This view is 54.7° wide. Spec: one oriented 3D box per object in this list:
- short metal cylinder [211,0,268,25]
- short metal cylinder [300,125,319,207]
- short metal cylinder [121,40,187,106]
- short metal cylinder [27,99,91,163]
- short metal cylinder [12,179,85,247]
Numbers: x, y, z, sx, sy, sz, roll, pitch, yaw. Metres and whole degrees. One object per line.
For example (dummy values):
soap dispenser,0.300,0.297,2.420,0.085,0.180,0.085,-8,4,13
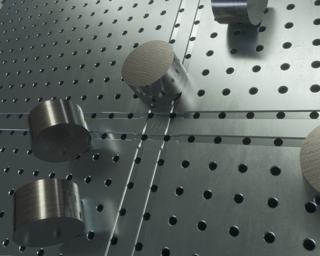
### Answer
short metal cylinder,0.112,-0.184,0.427,0.050,0.080,0.080,15,70,34
short metal cylinder,0.172,0.037,0.279,0.080,0.050,0.080,-13,56,21
short metal cylinder,-0.007,-0.078,0.444,0.080,0.050,0.080,-13,56,21
short metal cylinder,-0.145,0.005,0.446,0.080,0.080,0.050,-33,52,6
short metal cylinder,-0.137,0.105,0.380,0.080,0.080,0.050,-28,52,10
